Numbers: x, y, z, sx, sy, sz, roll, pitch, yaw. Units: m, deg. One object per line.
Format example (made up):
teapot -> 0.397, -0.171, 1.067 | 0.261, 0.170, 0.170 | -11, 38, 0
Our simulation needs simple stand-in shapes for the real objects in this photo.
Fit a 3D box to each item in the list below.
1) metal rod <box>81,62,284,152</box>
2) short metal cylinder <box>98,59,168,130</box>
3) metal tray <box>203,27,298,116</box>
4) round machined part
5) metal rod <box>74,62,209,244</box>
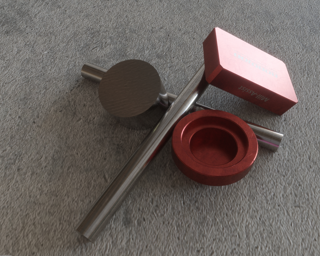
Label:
metal rod -> 0.018, -0.035, 0.436 | 0.301, 0.025, 0.025 | 22, 54, 17
short metal cylinder -> -0.033, -0.042, 0.407 | 0.080, 0.050, 0.080 | -4, 70, 11
metal tray -> 0.124, -0.079, 0.432 | 0.131, 0.030, 0.090 | 20, 47, -20
round machined part -> 0.063, 0.027, 0.371 | 0.099, 0.042, 0.098 | 0, 50, 0
metal rod -> 0.005, 0.003, 0.380 | 0.025, 0.025, 0.301 | 27, 61, 20
